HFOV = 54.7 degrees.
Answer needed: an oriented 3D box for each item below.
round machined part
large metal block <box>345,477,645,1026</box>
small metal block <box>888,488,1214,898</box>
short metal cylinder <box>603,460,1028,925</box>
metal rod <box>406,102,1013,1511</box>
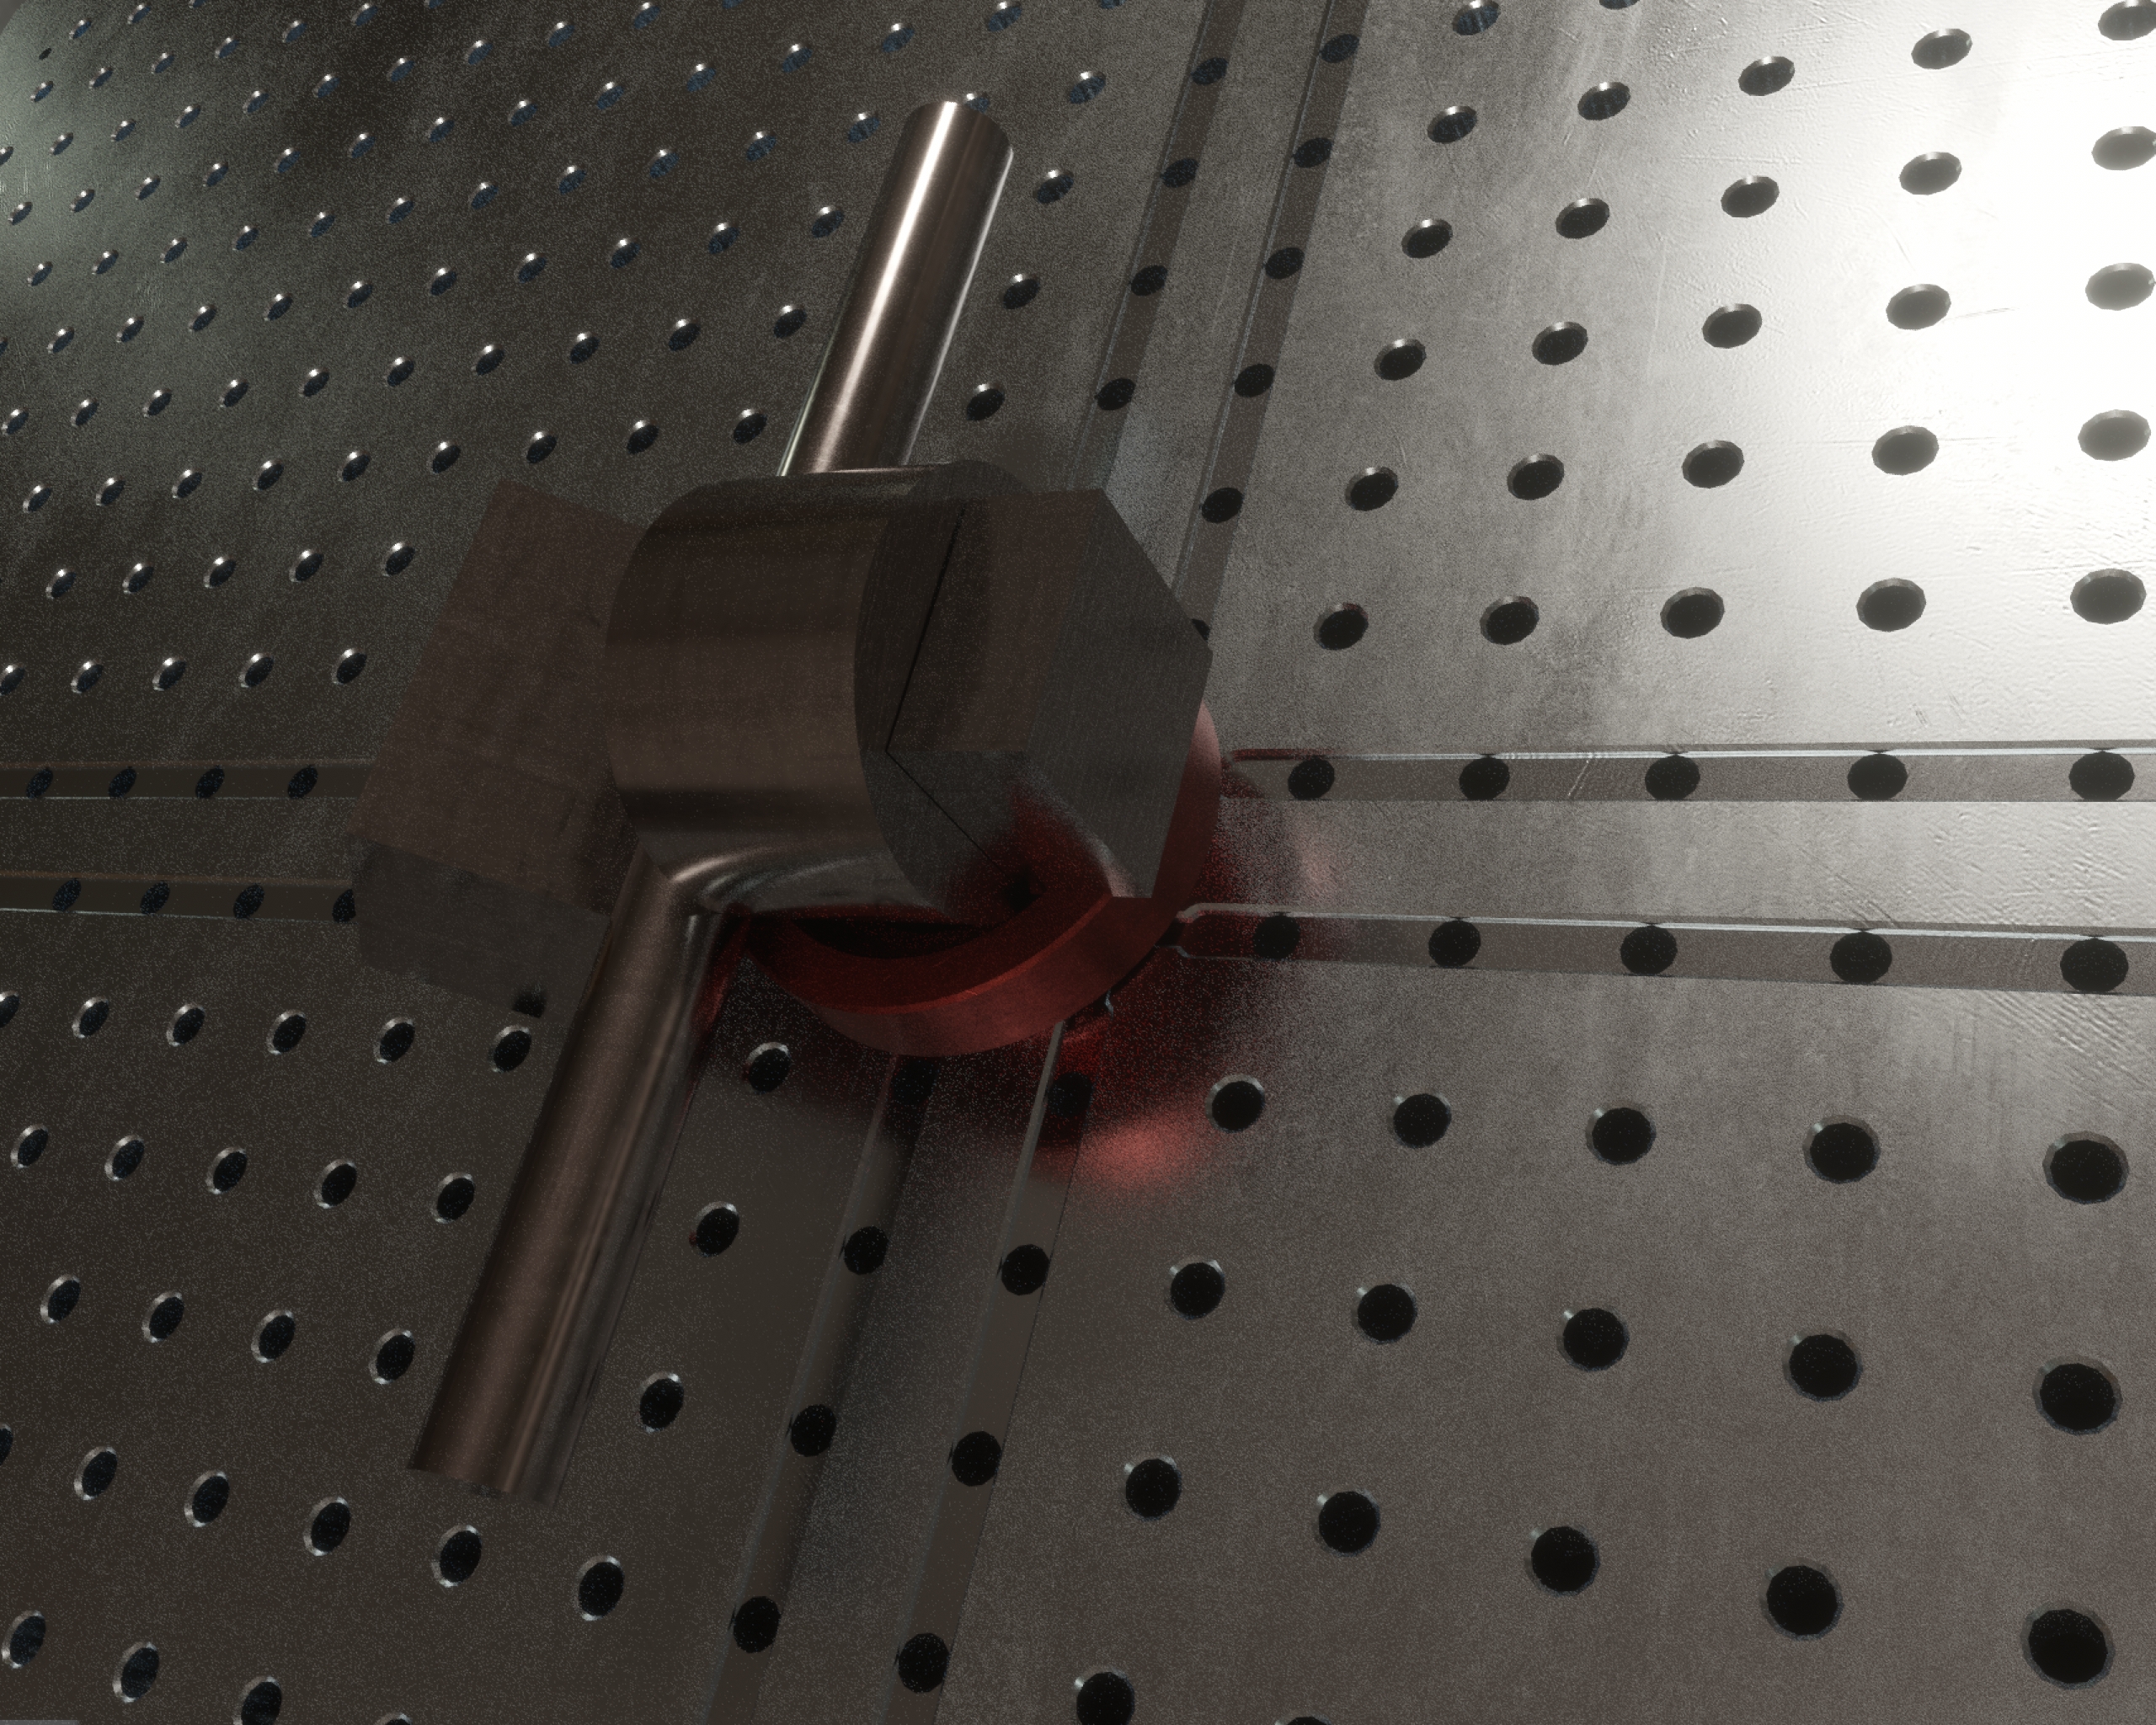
[{"bbox_3d":[-0.017,-0.007,0.408,0.098,0.042,0.098,-13,56,20],"label":"round machined part"},{"bbox_3d":[-0.110,-0.019,0.433,0.050,0.080,0.080,19,65,-9],"label":"large metal block"},{"bbox_3d":[-0.003,-0.028,0.355,0.025,0.050,0.050,1,63,28],"label":"small metal block"},{"bbox_3d":[-0.038,-0.029,0.371,0.050,0.080,0.080,1,62,28],"label":"short metal cylinder"},{"bbox_3d":[-0.062,-0.029,0.404,0.025,0.025,0.300,1,62,28],"label":"metal rod"}]
